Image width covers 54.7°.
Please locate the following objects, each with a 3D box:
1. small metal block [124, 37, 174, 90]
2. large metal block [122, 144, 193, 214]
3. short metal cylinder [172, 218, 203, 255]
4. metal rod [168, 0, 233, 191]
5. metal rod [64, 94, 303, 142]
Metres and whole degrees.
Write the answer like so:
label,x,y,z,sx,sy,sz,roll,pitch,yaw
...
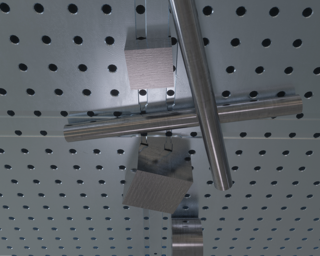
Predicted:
label,x,y,z,sx,sy,sz,roll,pitch,yaw
small metal block,-0.011,-0.072,0.350,0.050,0.025,0.050,-4,130,3
large metal block,-0.005,0.078,0.461,0.081,0.050,0.079,15,129,-12
short metal cylinder,0.046,0.199,0.546,0.050,0.080,0.079,0,130,0
metal rod,0.047,-0.044,0.349,0.025,0.025,0.298,-12,122,10
metal rod,0.025,-0.011,0.401,0.302,0.025,0.025,-7,130,5
